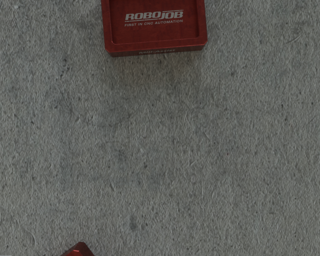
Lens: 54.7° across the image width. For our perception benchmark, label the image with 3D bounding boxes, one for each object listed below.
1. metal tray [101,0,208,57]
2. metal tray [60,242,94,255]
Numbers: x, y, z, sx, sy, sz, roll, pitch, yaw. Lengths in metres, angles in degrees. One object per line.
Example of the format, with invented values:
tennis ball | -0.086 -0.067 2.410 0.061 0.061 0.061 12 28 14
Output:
metal tray | -0.008 -0.145 0.407 0.131 0.030 0.089 -5 90 0
metal tray | -0.131 0.226 0.406 0.130 0.030 0.090 -36 90 0
